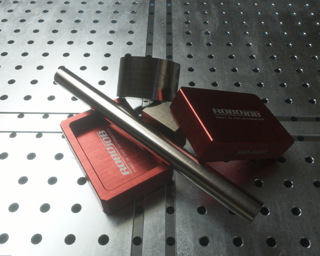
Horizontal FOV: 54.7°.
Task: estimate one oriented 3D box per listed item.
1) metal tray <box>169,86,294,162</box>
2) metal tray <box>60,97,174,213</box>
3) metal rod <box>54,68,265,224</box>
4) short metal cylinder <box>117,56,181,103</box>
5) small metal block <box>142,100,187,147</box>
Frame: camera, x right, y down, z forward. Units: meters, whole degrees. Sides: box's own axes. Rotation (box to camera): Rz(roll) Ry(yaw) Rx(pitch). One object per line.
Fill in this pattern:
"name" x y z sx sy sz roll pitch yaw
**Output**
"metal tray" 0.087 -0.005 0.371 0.131 0.030 0.090 1 45 -32
"metal tray" -0.054 0.026 0.377 0.091 0.030 0.130 -25 55 -20
"metal rod" -0.020 0.006 0.359 0.300 0.025 0.025 34 58 25
"short metal cylinder" -0.015 -0.062 0.411 0.080 0.080 0.050 6 92 5
"small metal block" 0.006 0.000 0.385 0.050 0.050 0.025 33 58 25
